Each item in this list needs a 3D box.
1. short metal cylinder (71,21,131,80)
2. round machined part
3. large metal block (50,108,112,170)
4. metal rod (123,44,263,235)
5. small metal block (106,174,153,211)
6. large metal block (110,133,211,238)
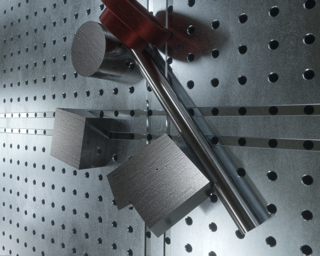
[{"bbox_3d":[-0.089,-0.114,0.466,0.080,0.050,0.079,0,90,40],"label":"short metal cylinder"},{"bbox_3d":[-0.036,-0.133,0.388,0.042,0.098,0.098,-48,62,18],"label":"round machined part"},{"bbox_3d":[-0.128,0.015,0.499,0.080,0.050,0.079,16,100,39],"label":"large metal block"},{"bbox_3d":[0.027,-0.011,0.386,0.025,0.025,0.299,-45,63,30],"label":"metal rod"},{"bbox_3d":[-0.039,0.080,0.425,0.025,0.050,0.050,-35,68,35],"label":"small metal block"},{"bbox_3d":[0.002,0.067,0.365,0.080,0.050,0.080,-36,60,-11],"label":"large metal block"}]
